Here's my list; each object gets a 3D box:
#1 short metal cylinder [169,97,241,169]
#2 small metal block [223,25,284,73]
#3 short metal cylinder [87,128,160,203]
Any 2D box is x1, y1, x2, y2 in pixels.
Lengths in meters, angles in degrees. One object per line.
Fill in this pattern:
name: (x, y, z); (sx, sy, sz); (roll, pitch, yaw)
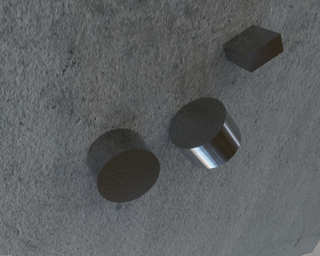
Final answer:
short metal cylinder: (0.059, 0.006, 0.407); (0.080, 0.080, 0.050); (-42, 130, 1)
small metal block: (0.117, -0.101, 0.392); (0.050, 0.050, 0.025); (-34, 129, -6)
short metal cylinder: (-0.047, 0.047, 0.394); (0.081, 0.050, 0.079); (-14, 124, -21)
